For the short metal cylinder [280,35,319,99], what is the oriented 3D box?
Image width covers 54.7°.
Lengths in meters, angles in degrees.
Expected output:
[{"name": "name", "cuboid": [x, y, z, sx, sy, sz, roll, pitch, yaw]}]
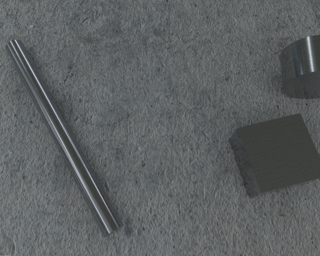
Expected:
[{"name": "short metal cylinder", "cuboid": [0.204, -0.078, 0.410, 0.081, 0.080, 0.050, 2, 70, 0]}]

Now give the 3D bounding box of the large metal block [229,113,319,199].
[{"name": "large metal block", "cuboid": [0.142, 0.035, 0.384, 0.081, 0.050, 0.080, -13, 71, -5]}]

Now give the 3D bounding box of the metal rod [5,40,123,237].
[{"name": "metal rod", "cuboid": [-0.132, 0.001, 0.405, 0.025, 0.025, 0.299, -30, 73, -11]}]
